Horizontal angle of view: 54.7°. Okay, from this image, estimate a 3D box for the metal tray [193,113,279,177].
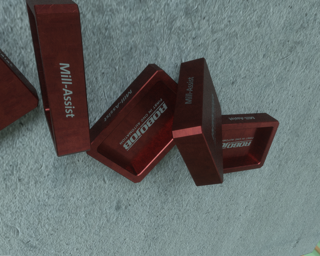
[{"bbox_3d":[0.115,0.025,0.481,0.131,0.030,0.089,-4,120,-27],"label":"metal tray"}]

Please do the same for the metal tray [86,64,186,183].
[{"bbox_3d":[-0.019,-0.003,0.385,0.130,0.030,0.090,-47,124,5],"label":"metal tray"}]

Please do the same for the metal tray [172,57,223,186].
[{"bbox_3d":[0.048,-0.010,0.362,0.030,0.130,0.090,-11,131,19],"label":"metal tray"}]

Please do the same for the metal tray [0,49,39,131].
[{"bbox_3d":[-0.186,-0.048,0.272,0.090,0.030,0.130,-35,129,-5],"label":"metal tray"}]

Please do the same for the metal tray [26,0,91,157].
[{"bbox_3d":[-0.093,-0.051,0.282,0.030,0.090,0.129,-11,123,-22],"label":"metal tray"}]
